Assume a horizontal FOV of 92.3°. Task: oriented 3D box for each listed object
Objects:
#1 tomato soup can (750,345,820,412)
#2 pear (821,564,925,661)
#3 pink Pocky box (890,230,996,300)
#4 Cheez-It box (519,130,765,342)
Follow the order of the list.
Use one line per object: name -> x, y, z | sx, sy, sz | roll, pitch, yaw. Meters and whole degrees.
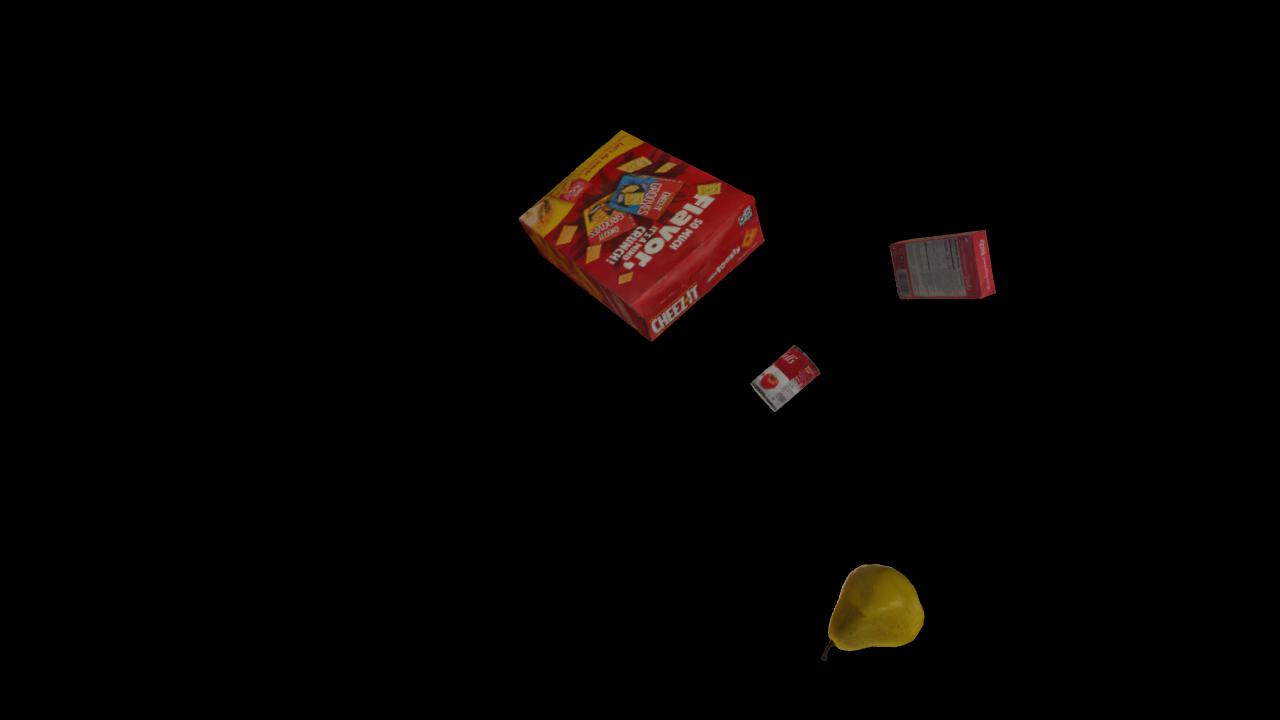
tomato soup can -> 0.247, 0.032, 1.050 | 0.101, 0.068, 0.068 | -42, -3, 3
pear -> 0.218, 0.252, 0.607 | 0.111, 0.080, 0.080 | -20, 4, -10
pink Pocky box -> 0.408, -0.126, 0.839 | 0.029, 0.084, 0.155 | -17, 10, -13
Cheez-It box -> -0.004, -0.141, 0.660 | 0.223, 0.166, 0.071 | 40, -12, 38
